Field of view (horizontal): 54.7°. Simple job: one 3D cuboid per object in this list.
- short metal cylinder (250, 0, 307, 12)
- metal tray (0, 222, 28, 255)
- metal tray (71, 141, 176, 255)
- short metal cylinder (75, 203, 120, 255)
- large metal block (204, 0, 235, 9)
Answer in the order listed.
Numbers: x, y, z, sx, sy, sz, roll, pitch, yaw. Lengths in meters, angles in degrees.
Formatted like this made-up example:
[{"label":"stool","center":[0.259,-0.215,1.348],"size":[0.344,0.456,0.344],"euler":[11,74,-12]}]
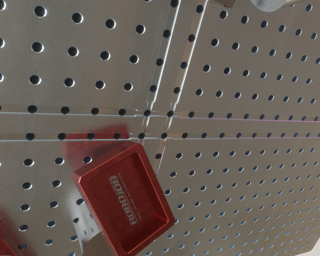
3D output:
[{"label":"short metal cylinder","center":[0.137,-0.176,0.341],"size":[0.050,0.080,0.080],"euler":[-23,127,-15]},{"label":"metal tray","center":[-0.223,0.189,0.403],"size":[0.091,0.030,0.129],"euler":[-23,127,-15]},{"label":"metal tray","center":[-0.043,0.093,0.400],"size":[0.091,0.030,0.129],"euler":[-31,109,-26]},{"label":"short metal cylinder","center":[-0.077,0.153,0.448],"size":[0.081,0.050,0.079],"euler":[-14,124,-21]},{"label":"large metal block","center":[0.046,-0.177,0.310],"size":[0.081,0.050,0.079],"euler":[9,114,-33]}]
